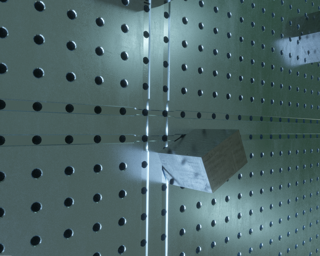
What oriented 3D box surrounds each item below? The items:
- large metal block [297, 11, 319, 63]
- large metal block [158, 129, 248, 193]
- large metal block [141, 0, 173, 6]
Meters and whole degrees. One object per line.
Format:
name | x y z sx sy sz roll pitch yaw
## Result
large metal block | 0.363 -0.208 0.702 0.080 0.050 0.080 46 62 -30
large metal block | 0.059 0.041 0.425 0.081 0.080 0.050 -30 109 -36
large metal block | -0.016 -0.207 0.381 0.081 0.050 0.079 -1 91 -40
